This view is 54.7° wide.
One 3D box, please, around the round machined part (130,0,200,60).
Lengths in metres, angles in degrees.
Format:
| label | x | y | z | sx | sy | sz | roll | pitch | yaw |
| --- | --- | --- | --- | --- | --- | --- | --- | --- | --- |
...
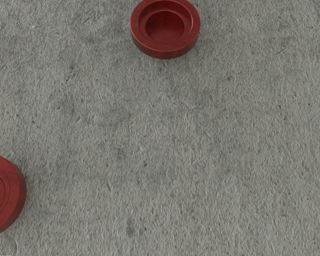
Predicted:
| label | x | y | z | sx | sy | sz | roll | pitch | yaw |
| --- | --- | --- | --- | --- | --- | --- | --- | --- | --- |
| round machined part | 0.007 | -0.141 | 0.451 | 0.099 | 0.042 | 0.098 | 0 | 70 | 0 |

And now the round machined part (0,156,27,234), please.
| label | x | y | z | sx | sy | sz | roll | pitch | yaw |
| --- | --- | --- | --- | --- | --- | --- | --- | --- | --- |
| round machined part | -0.208 | 0.081 | 0.368 | 0.099 | 0.042 | 0.098 | 0 | 70 | 0 |
